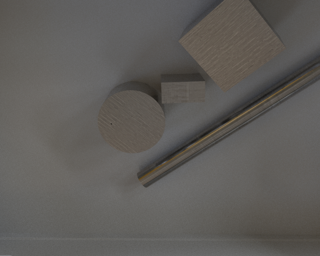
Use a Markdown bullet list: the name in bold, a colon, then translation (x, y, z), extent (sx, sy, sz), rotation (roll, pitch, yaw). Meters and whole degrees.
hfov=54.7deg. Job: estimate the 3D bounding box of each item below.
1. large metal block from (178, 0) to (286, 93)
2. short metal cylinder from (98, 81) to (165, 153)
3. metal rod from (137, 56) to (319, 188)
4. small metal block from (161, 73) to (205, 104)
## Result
- **large metal block**: translation (0.080, -0.102, 0.351), extent (0.080, 0.050, 0.080), rotation (-37, 107, 28)
- **short metal cylinder**: translation (-0.034, -0.015, 0.392), extent (0.081, 0.050, 0.079), rotation (0, 110, -1)
- **metal rod**: translation (0.098, -0.008, 0.409), extent (0.300, 0.025, 0.025), rotation (-33, 107, 11)
- **small metal block**: translation (0.027, -0.050, 0.380), extent (0.050, 0.050, 0.025), rotation (-2, 110, 0)
